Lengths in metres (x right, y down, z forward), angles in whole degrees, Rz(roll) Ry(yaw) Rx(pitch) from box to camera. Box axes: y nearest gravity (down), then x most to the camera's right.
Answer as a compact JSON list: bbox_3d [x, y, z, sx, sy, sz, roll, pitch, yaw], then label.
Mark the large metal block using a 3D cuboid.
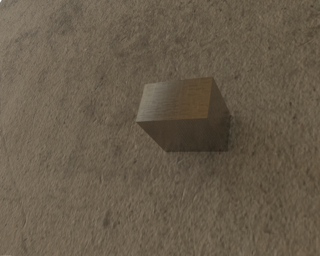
[{"bbox_3d":[0.031,-0.011,0.358,0.080,0.080,0.050,-3,61,26],"label":"large metal block"}]
